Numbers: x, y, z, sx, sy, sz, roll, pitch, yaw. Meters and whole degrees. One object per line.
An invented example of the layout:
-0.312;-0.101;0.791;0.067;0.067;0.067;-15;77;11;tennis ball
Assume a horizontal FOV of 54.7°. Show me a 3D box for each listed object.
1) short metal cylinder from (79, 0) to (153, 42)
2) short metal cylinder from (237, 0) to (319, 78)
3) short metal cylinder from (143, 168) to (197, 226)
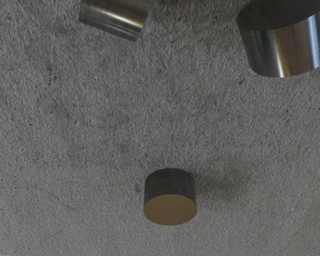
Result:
-0.033;-0.122;0.267;0.050;0.080;0.079;17;128;-14;short metal cylinder
0.119;-0.092;0.293;0.080;0.080;0.050;-19;128;15;short metal cylinder
0.015;0.108;0.483;0.081;0.050;0.079;0;130;0;short metal cylinder
